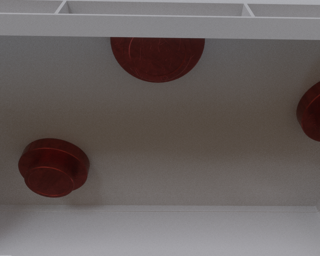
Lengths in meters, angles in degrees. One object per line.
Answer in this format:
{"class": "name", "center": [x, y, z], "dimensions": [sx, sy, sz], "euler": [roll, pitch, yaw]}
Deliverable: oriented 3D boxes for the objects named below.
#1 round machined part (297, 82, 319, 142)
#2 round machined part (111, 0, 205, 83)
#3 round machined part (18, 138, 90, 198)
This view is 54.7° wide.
{"class": "round machined part", "center": [0.228, -0.016, 0.386], "dimensions": [0.099, 0.042, 0.097], "euler": [0, 130, 0]}
{"class": "round machined part", "center": [-0.002, -0.088, 0.323], "dimensions": [0.099, 0.042, 0.097], "euler": [0, 130, 0]}
{"class": "round machined part", "center": [-0.156, 0.064, 0.451], "dimensions": [0.099, 0.042, 0.097], "euler": [0, 130, 0]}
